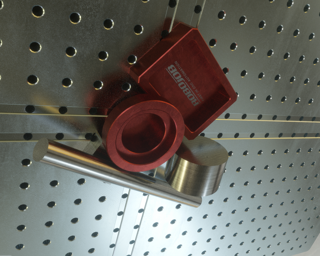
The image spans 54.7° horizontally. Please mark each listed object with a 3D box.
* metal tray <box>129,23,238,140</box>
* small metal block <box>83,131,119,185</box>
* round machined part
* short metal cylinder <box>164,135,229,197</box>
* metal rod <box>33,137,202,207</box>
[{"bbox_3d":[0.035,-0.054,0.394,0.090,0.030,0.130,-43,129,0],"label":"metal tray"},{"bbox_3d":[-0.072,0.039,0.398,0.050,0.025,0.050,32,100,-39],"label":"small metal block"},{"bbox_3d":[-0.023,0.002,0.380,0.099,0.042,0.097,-13,123,-20],"label":"round machined part"},{"bbox_3d":[0.050,0.050,0.434,0.081,0.080,0.050,-4,120,-27],"label":"short metal cylinder"},{"bbox_3d":[-0.029,0.072,0.415,0.025,0.025,0.301,-51,138,8],"label":"metal rod"}]
